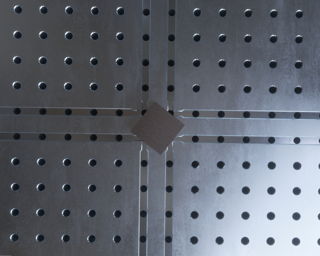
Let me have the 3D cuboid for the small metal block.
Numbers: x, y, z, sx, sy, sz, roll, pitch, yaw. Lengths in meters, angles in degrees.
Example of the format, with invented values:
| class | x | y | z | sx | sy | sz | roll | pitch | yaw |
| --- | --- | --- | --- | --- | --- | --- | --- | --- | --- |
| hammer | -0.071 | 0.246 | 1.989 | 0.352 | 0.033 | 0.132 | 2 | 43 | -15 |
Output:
| class | x | y | z | sx | sy | sz | roll | pitch | yaw |
| --- | --- | --- | --- | --- | --- | --- | --- | --- | --- |
| small metal block | -0.003 | 0.000 | 0.413 | 0.050 | 0.025 | 0.050 | 38 | 90 | -1 |
